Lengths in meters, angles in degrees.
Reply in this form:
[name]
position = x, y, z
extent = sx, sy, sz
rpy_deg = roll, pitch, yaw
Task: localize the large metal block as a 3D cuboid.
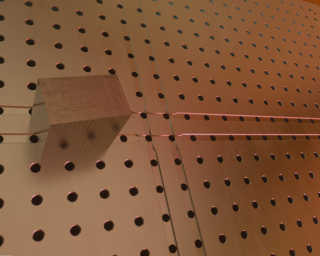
[large metal block]
position = -0.088, -0.011, 0.332
extent = 0.081, 0.080, 0.050
rpy_deg = -9, 67, -32
